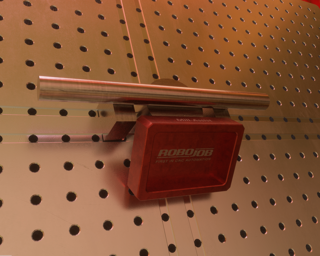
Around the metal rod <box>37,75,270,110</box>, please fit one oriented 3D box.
[{"bbox_3d":[0.014,-0.038,0.375,0.303,0.025,0.025,0,62,-28],"label":"metal rod"}]

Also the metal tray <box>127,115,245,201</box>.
[{"bbox_3d":[0.032,0.033,0.366,0.131,0.089,0.030,0,18,-28],"label":"metal tray"}]

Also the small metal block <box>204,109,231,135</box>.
[{"bbox_3d":[0.071,-0.015,0.440,0.025,0.050,0.050,-1,62,-29],"label":"small metal block"}]

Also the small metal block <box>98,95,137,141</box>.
[{"bbox_3d":[-0.053,-0.018,0.375,0.025,0.050,0.050,-1,62,-29],"label":"small metal block"}]

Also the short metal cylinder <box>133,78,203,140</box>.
[{"bbox_3d":[0.009,-0.018,0.407,0.081,0.050,0.080,14,56,-21],"label":"short metal cylinder"}]
